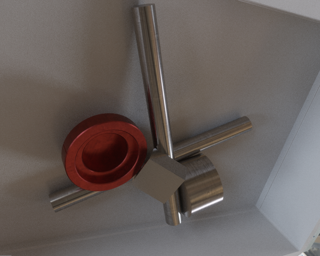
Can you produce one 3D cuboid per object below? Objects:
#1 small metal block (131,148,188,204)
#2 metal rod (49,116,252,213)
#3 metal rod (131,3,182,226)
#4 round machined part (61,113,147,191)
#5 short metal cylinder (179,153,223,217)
[{"bbox_3d":[-0.001,0.061,0.392,0.050,0.025,0.050,32,121,-5],"label":"small metal block"},{"bbox_3d":[-0.001,0.044,0.435,0.302,0.025,0.025,-21,127,-17],"label":"metal rod"},{"bbox_3d":[0.002,0.004,0.389,0.025,0.025,0.298,-18,119,-18],"label":"metal rod"},{"bbox_3d":[-0.069,0.025,0.375,0.099,0.042,0.097,-14,125,-21],"label":"round machined part"},{"bbox_3d":[0.048,0.082,0.450,0.050,0.080,0.079,-18,126,-18],"label":"short metal cylinder"}]
